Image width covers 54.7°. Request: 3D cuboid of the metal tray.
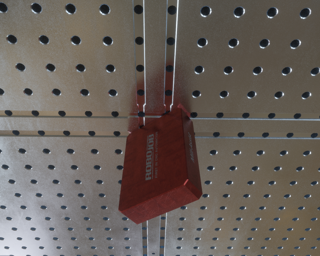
[{"bbox_3d":[-0.001,0.041,0.378,0.090,0.130,0.030,-28,125,21],"label":"metal tray"}]
